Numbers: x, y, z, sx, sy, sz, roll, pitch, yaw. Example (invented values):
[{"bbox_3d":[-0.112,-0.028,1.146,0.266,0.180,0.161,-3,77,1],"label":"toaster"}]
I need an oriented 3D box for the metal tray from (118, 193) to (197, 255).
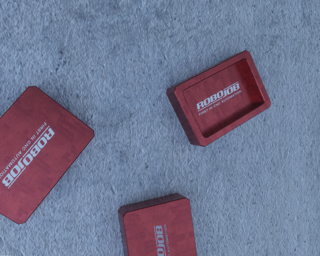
[{"bbox_3d":[0.000,0.160,0.407,0.091,0.030,0.129,-9,93,-20],"label":"metal tray"}]

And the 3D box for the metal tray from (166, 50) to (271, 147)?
[{"bbox_3d":[0.085,-0.042,0.437,0.131,0.030,0.090,-29,100,-18],"label":"metal tray"}]

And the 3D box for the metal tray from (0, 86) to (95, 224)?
[{"bbox_3d":[-0.150,0.029,0.351,0.090,0.030,0.130,40,77,-16],"label":"metal tray"}]
